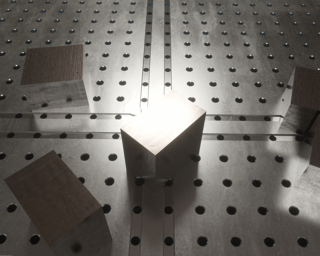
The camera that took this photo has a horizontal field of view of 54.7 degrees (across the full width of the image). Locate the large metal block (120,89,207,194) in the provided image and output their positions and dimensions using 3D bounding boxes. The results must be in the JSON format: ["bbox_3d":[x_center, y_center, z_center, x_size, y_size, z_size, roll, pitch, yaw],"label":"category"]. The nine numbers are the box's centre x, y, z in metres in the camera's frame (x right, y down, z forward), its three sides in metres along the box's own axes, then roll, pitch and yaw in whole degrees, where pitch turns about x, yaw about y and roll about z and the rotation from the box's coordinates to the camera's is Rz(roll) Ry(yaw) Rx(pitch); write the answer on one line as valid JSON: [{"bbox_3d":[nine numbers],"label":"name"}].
[{"bbox_3d":[0.005,0.016,0.358,0.050,0.080,0.080,36,58,26],"label":"large metal block"}]

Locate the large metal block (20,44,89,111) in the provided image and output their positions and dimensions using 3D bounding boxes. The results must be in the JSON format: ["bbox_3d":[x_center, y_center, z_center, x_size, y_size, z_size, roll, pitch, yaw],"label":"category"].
[{"bbox_3d":[-0.149,-0.075,0.452,0.081,0.050,0.080,-7,50,-6],"label":"large metal block"}]

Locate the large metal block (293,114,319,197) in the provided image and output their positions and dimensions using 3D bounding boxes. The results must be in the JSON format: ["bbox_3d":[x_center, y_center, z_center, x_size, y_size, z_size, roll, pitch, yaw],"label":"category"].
[{"bbox_3d":[0.212,0.040,0.361,0.080,0.050,0.080,20,53,15],"label":"large metal block"}]

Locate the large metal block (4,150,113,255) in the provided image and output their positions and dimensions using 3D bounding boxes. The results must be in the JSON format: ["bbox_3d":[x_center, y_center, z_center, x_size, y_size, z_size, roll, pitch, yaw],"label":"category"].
[{"bbox_3d":[-0.095,0.082,0.302,0.050,0.080,0.080,-35,59,-26],"label":"large metal block"}]

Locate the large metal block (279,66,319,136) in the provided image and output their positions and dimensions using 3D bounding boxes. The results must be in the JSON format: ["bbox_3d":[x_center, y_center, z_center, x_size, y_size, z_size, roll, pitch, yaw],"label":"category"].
[{"bbox_3d":[0.215,-0.032,0.422,0.080,0.050,0.080,16,52,12],"label":"large metal block"}]
